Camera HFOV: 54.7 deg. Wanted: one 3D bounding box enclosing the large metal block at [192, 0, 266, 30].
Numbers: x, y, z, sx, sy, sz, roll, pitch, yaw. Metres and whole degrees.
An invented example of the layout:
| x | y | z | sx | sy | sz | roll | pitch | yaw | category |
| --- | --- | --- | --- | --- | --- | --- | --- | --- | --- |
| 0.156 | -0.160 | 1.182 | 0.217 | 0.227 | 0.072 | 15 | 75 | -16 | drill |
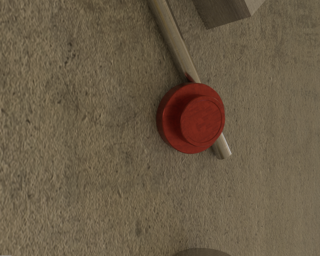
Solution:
| x | y | z | sx | sy | sz | roll | pitch | yaw | category |
| --- | --- | --- | --- | --- | --- | --- | --- | --- | --- |
| 0.093 | -0.199 | 0.449 | 0.050 | 0.080 | 0.080 | -50 | 120 | -29 | large metal block |

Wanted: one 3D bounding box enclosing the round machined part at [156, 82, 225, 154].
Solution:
| x | y | z | sx | sy | sz | roll | pitch | yaw | category |
| --- | --- | --- | --- | --- | --- | --- | --- | --- | --- |
| 0.048 | -0.012 | 0.418 | 0.099 | 0.042 | 0.097 | -5 | 102 | -24 | round machined part |

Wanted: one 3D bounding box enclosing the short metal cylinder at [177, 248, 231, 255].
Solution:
| x | y | z | sx | sy | sz | roll | pitch | yaw | category |
| --- | --- | --- | --- | --- | --- | --- | --- | --- | --- |
| 0.062 | 0.204 | 0.424 | 0.081 | 0.080 | 0.050 | 3 | 88 | -40 | short metal cylinder |

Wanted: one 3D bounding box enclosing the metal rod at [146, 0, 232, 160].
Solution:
| x | y | z | sx | sy | sz | roll | pitch | yaw | category |
| --- | --- | --- | --- | --- | --- | --- | --- | --- | --- |
| 0.039 | -0.082 | 0.439 | 0.025 | 0.025 | 0.299 | -41 | 115 | -33 | metal rod |
